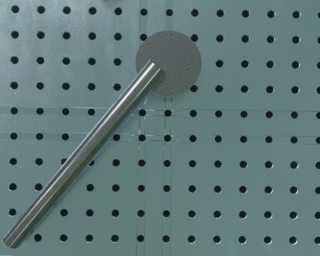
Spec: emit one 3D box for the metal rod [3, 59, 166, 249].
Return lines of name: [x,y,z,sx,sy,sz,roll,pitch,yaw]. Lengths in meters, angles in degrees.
metal rod: [-0.099,0.039,0.385,0.025,0.025,0.299,41,100,-1]

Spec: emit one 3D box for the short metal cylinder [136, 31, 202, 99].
short metal cylinder: [0.010,-0.079,0.401,0.081,0.050,0.079,0,90,-1]
